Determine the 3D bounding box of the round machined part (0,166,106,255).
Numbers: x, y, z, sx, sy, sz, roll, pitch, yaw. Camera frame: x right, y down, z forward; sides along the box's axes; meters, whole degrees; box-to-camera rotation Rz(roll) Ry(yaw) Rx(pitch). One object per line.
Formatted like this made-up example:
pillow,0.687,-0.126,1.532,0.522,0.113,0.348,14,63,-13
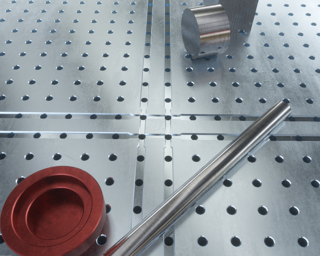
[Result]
round machined part,-0.105,0.091,0.319,0.099,0.042,0.098,0,50,0

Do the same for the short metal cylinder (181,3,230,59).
short metal cylinder,0.073,-0.157,0.505,0.050,0.080,0.080,-14,52,-12

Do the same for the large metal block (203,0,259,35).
large metal block,0.124,-0.214,0.554,0.081,0.080,0.050,-17,52,-14

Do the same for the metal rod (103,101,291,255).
metal rod,0.062,0.052,0.364,0.302,0.025,0.025,-36,59,-27
